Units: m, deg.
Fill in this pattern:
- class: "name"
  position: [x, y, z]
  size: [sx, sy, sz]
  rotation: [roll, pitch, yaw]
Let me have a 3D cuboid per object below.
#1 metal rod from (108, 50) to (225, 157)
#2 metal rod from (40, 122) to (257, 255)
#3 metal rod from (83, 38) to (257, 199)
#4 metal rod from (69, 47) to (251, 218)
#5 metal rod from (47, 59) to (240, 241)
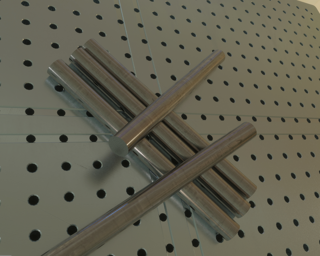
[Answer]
- class: "metal rod"
  position: [0.030, -0.053, 0.432]
  size: [0.025, 0.025, 0.302]
  rotation: [44, 43, 1]
- class: "metal rod"
  position: [0.005, 0.067, 0.345]
  size: [0.302, 0.025, 0.025]
  rotation: [-29, 78, -29]
- class: "metal rod"
  position: [0.012, -0.012, 0.424]
  size: [0.300, 0.025, 0.025]
  rotation: [42, 51, 0]
- class: "metal rod"
  position: [-0.001, 0.005, 0.405]
  size: [0.300, 0.025, 0.025]
  rotation: [43, 51, 1]
- class: "metal rod"
  position: [-0.021, 0.026, 0.382]
  size: [0.300, 0.025, 0.025]
  rotation: [43, 51, 1]
